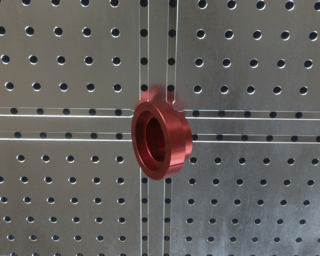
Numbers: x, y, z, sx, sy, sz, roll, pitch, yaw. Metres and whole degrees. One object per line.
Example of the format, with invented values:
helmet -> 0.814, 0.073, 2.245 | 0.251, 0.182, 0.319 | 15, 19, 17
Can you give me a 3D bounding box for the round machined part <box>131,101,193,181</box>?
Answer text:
round machined part -> 0.004, 0.014, 0.390 | 0.042, 0.098, 0.097 | -9, 114, -30
